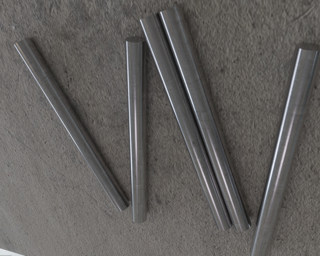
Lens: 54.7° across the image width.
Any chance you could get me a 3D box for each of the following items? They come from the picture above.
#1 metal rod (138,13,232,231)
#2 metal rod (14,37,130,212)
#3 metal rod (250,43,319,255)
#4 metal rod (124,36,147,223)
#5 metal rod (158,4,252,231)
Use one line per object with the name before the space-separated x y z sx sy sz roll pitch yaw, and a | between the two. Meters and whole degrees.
metal rod | 0.040 0.008 0.390 0.025 0.025 0.299 -8 114 32
metal rod | -0.127 0.006 0.477 0.025 0.025 0.299 -15 111 34
metal rod | 0.140 0.052 0.364 0.025 0.025 0.298 13 124 21
metal rod | -0.031 0.023 0.437 0.025 0.025 0.298 15 125 20
metal rod | 0.062 0.004 0.376 0.025 0.025 0.299 -8 114 32
